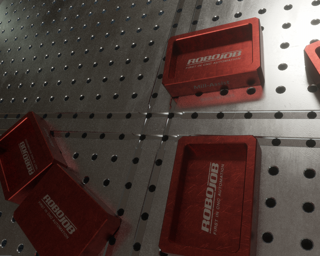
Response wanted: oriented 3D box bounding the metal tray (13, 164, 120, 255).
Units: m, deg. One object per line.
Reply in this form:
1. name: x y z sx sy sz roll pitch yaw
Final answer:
1. metal tray: -0.123 0.115 0.397 0.130 0.030 0.090 31 78 37

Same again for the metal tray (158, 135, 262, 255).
1. metal tray: 0.056 0.072 0.330 0.090 0.030 0.130 -2 61 27

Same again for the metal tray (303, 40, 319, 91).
1. metal tray: 0.235 -0.073 0.326 0.130 0.030 0.090 -21 54 15

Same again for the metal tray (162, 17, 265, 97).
1. metal tray: 0.072 -0.095 0.424 0.130 0.030 0.090 -6 59 24

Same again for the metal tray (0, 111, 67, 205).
1. metal tray: -0.208 0.043 0.484 0.090 0.030 0.130 -41 51 0
